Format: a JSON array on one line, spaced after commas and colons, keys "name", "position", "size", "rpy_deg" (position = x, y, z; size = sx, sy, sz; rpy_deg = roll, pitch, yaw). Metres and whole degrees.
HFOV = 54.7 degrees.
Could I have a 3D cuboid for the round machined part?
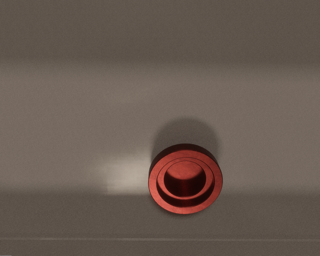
[{"name": "round machined part", "position": [0.034, 0.066, 0.427], "size": [0.099, 0.042, 0.097], "rpy_deg": [0, 110, -1]}]
